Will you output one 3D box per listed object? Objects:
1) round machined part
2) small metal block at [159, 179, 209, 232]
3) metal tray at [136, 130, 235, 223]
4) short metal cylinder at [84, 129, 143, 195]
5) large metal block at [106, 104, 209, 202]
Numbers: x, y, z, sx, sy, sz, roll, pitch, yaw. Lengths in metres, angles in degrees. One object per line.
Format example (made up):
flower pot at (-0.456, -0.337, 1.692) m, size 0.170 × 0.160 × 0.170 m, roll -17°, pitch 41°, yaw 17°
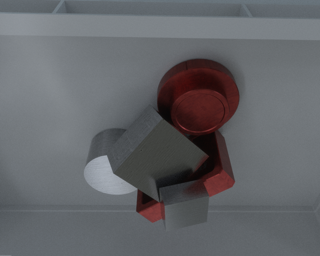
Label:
round machined part at (0.046, -0.029, 0.371) m, size 0.099 × 0.042 × 0.097 m, roll -1°, pitch 130°, yaw 0°
small metal block at (0.028, 0.090, 0.359) m, size 0.050 × 0.025 × 0.050 m, roll -10°, pitch 130°, yaw -9°
metal tray at (0.029, 0.061, 0.416) m, size 0.130 × 0.090 × 0.030 m, roll -31°, pitch 123°, yaw 23°
short metal cylinder at (-0.060, 0.048, 0.430) m, size 0.081 × 0.050 × 0.079 m, roll 0°, pitch 130°, yaw 0°
large metal block at (-0.004, 0.032, 0.371) m, size 0.080 × 0.050 × 0.080 m, roll 39°, pitch 95°, yaw -28°
